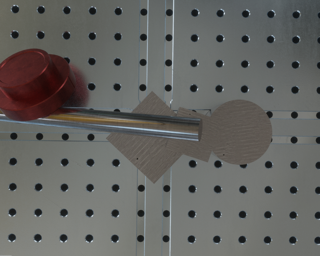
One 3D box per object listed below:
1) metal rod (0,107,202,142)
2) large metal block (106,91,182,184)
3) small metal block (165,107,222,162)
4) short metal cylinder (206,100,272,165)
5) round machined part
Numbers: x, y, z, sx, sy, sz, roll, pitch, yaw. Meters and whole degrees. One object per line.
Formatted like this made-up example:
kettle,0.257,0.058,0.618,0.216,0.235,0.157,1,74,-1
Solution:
metal rod,-0.101,-0.011,0.368,0.301,0.025,0.025,5,90,16
large metal block,-0.008,0.011,0.399,0.080,0.050,0.080,44,90,-1
small metal block,0.038,0.007,0.362,0.050,0.025,0.050,19,90,-1
short metal cylinder,0.097,0.005,0.402,0.081,0.050,0.079,0,90,-1
round machined part,-0.157,-0.059,0.376,0.098,0.042,0.098,-6,51,8
